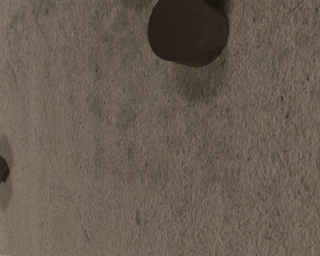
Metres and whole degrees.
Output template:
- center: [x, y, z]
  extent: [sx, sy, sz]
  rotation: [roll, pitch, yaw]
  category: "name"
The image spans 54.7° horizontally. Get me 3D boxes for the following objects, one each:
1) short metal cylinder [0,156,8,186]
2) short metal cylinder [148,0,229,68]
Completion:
- center: [-0.387, 0.097, 0.684]
  extent: [0.080, 0.081, 0.050]
  rotation: [48, 118, 29]
  category: "short metal cylinder"
- center: [0.032, -0.114, 0.361]
  extent: [0.080, 0.050, 0.079]
  rotation: [0, 90, 39]
  category: "short metal cylinder"
